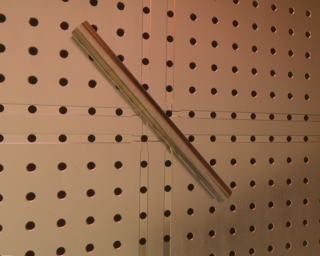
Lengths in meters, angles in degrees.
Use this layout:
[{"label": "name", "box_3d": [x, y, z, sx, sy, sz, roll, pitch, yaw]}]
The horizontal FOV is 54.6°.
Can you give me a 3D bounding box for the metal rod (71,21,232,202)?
[{"label": "metal rod", "box_3d": [-0.003, -0.012, 0.412, 0.025, 0.025, 0.300, -45, 104, -14]}]
